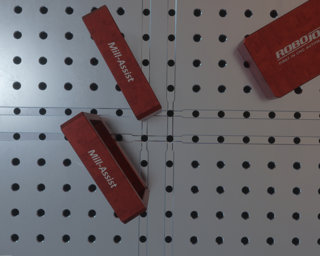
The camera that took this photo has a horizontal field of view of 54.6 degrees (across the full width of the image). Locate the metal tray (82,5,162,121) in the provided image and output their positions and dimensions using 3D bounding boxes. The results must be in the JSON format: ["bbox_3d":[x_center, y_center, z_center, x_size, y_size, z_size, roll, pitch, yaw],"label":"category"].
[{"bbox_3d":[-0.042,-0.072,0.380,0.030,0.090,0.130,-29,90,0],"label":"metal tray"}]

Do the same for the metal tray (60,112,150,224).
[{"bbox_3d":[-0.062,0.044,0.380,0.030,0.090,0.130,-33,90,0],"label":"metal tray"}]

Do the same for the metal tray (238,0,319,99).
[{"bbox_3d":[0.183,-0.108,0.412,0.130,0.030,0.090,-30,90,0],"label":"metal tray"}]
